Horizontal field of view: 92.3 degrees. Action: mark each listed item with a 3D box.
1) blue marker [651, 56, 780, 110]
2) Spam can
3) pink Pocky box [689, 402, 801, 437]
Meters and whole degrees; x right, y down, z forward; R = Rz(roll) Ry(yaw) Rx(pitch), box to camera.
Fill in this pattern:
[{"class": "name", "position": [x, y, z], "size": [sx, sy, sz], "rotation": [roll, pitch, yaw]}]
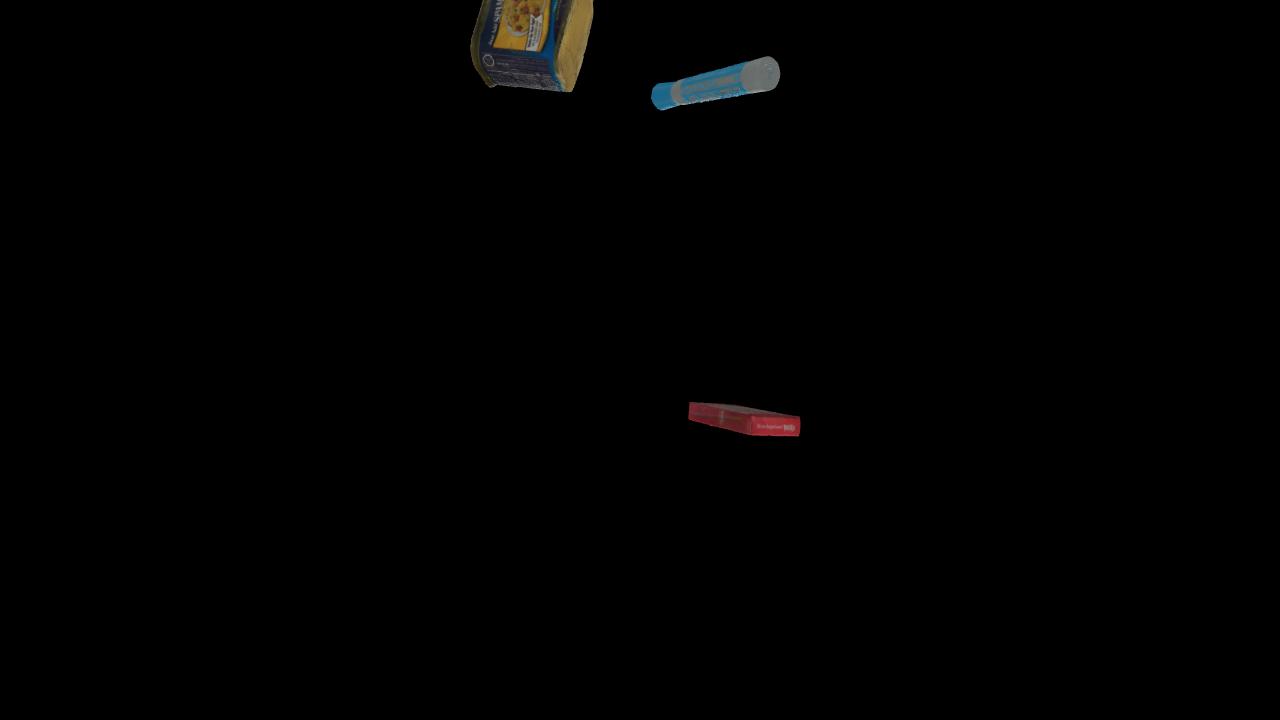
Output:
[{"class": "blue marker", "position": [0.045, -0.183, 0.413], "size": [0.020, 0.020, 0.121], "rotation": [0, 13, -33]}, {"class": "Spam can", "position": [-0.097, -0.303, 0.567], "size": [0.085, 0.101, 0.058], "rotation": [11, -7, 13]}, {"class": "pink Pocky box", "position": [0.143, 0.083, 0.868], "size": [0.084, 0.029, 0.155], "rotation": [5, 0, -28]}]
